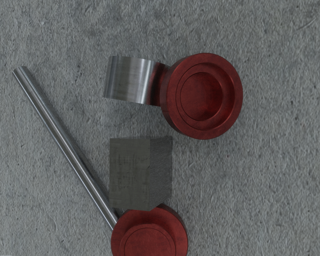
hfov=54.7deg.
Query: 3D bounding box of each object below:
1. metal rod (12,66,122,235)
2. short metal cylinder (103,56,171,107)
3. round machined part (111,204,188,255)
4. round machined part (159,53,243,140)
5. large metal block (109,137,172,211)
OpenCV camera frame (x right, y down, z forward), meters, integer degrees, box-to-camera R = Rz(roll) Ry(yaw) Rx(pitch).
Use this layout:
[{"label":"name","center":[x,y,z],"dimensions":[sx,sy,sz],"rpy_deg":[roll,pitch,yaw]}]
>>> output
[{"label":"metal rod","center":[-0.134,0.030,0.456],"dimensions":[0.025,0.025,0.299],"rpy_deg":[-39,78,16]},{"label":"short metal cylinder","center":[-0.028,-0.057,0.390],"dimensions":[0.080,0.080,0.050],"rpy_deg":[11,94,19]},{"label":"round machined part","center":[-0.014,0.147,0.391],"dimensions":[0.099,0.042,0.097],"rpy_deg":[0,91,3]},{"label":"round machined part","center":[0.045,-0.037,0.366],"dimensions":[0.099,0.042,0.097],"rpy_deg":[-3,97,-21]},{"label":"large metal block","center":[-0.021,0.052,0.387],"dimensions":[0.050,0.080,0.080],"rpy_deg":[0,90,20]}]
